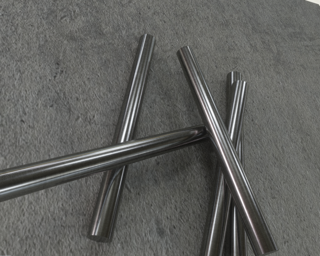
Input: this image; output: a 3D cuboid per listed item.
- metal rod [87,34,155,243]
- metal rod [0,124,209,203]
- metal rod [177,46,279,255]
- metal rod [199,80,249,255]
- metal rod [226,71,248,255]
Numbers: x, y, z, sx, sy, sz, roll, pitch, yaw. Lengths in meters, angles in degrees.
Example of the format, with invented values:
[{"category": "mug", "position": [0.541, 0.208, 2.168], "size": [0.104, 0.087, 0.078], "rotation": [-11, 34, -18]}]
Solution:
[{"category": "metal rod", "position": [-0.039, -0.012, 0.389], "size": [0.025, 0.025, 0.300], "rotation": [21, 54, -16]}, {"category": "metal rod", "position": [-0.025, 0.025, 0.343], "size": [0.302, 0.025, 0.025], "rotation": [-12, 68, -43]}, {"category": "metal rod", "position": [0.074, 0.007, 0.397], "size": [0.025, 0.025, 0.299], "rotation": [2, 54, -28]}, {"category": "metal rod", "position": [0.083, 0.057, 0.396], "size": [0.025, 0.025, 0.300], "rotation": [26, 58, -13]}, {"category": "metal rod", "position": [0.107, 0.035, 0.439], "size": [0.025, 0.025, 0.300], "rotation": [20, 54, -16]}]
